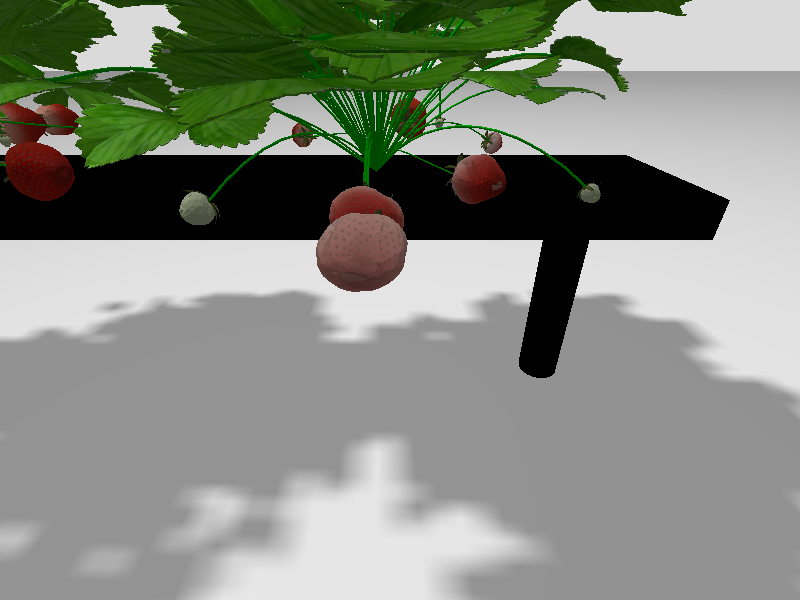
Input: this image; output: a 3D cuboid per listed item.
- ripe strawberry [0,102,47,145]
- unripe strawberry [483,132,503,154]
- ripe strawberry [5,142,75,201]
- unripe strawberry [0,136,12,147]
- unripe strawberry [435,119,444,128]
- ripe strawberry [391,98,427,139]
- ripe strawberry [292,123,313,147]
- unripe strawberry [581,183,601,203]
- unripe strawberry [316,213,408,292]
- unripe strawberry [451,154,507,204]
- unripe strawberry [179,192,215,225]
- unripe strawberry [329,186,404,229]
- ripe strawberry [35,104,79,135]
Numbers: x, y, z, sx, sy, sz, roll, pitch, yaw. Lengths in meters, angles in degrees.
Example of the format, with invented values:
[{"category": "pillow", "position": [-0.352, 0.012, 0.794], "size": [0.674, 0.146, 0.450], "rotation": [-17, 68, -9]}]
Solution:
[{"category": "ripe strawberry", "position": [-0.417, -0.195, 0.442], "size": [0.042, 0.044, 0.046], "rotation": [12, 33, 19]}, {"category": "unripe strawberry", "position": [0.093, -0.155, 0.395], "size": [0.019, 0.020, 0.018], "rotation": [3, 25, -36]}, {"category": "ripe strawberry", "position": [-0.239, -0.086, 0.270], "size": [0.038, 0.037, 0.035], "rotation": [10, 33, 15]}, {"category": "unripe strawberry", "position": [-0.416, -0.167, 0.422], "size": [0.010, 0.011, 0.011], "rotation": [16, 35, 24]}, {"category": "unripe strawberry", "position": [0.049, -0.218, 0.495], "size": [0.011, 0.012, 0.013], "rotation": [11, 33, 17]}, {"category": "ripe strawberry", "position": [0.012, -0.220, 0.483], "size": [0.043, 0.045, 0.046], "rotation": [5, 31, 9]}, {"category": "ripe strawberry", "position": [-0.105, -0.176, 0.426], "size": [0.022, 0.025, 0.024], "rotation": [-23, 37, -32]}, {"category": "unripe strawberry", "position": [0.125, -0.069, 0.262], "size": [0.011, 0.012, 0.013], "rotation": [-40, -4, -47]}, {"category": "unripe strawberry", "position": [-0.015, -0.016, 0.155], "size": [0.036, 0.033, 0.033], "rotation": [-1, 32, -1]}, {"category": "unripe strawberry", "position": [0.051, -0.075, 0.254], "size": [0.035, 0.031, 0.032], "rotation": [-21, 38, -31]}, {"category": "unripe strawberry", "position": [-0.115, -0.051, 0.226], "size": [0.016, 0.018, 0.018], "rotation": [21, 51, 30]}, {"category": "unripe strawberry", "position": [-0.016, -0.037, 0.189], "size": [0.036, 0.031, 0.036], "rotation": [-1, 32, -1]}, {"category": "ripe strawberry", "position": [-0.411, -0.218, 0.482], "size": [0.043, 0.037, 0.043], "rotation": [10, 32, 16]}]
